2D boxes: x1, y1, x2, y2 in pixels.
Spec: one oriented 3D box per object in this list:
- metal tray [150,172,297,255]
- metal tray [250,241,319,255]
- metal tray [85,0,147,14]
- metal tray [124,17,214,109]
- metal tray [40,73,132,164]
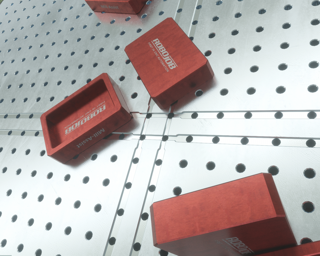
[{"bbox_3d":[0.060,0.084,0.257,0.090,0.130,0.030,-19,55,17],"label":"metal tray"},{"bbox_3d":[0.138,0.140,0.246,0.130,0.030,0.090,-20,54,16],"label":"metal tray"},{"bbox_3d":[-0.076,-0.271,0.608,0.130,0.030,0.090,18,71,34],"label":"metal tray"},{"bbox_3d":[0.009,-0.100,0.460,0.090,0.030,0.130,-33,52,6],"label":"metal tray"},{"bbox_3d":[-0.116,-0.016,0.473,0.130,0.030,0.090,-33,52,6],"label":"metal tray"}]
